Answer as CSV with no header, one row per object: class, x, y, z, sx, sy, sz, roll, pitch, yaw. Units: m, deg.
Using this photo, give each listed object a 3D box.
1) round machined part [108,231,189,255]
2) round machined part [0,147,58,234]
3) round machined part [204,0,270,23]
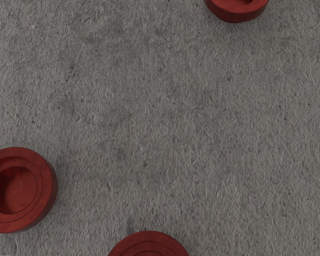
round machined part,-0.012,0.164,0.339,0.099,0.042,0.098,0,70,0
round machined part,-0.171,0.075,0.370,0.099,0.042,0.098,0,70,0
round machined part,0.115,-0.201,0.473,0.099,0.042,0.098,0,70,0
